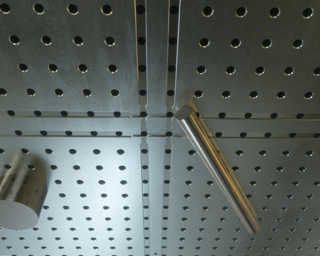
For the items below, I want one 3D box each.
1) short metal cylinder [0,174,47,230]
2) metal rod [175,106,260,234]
[{"bbox_3d":[-0.228,0.119,0.494,0.081,0.050,0.079,0,130,0],"label":"short metal cylinder"},{"bbox_3d":[0.101,0.081,0.481,0.025,0.025,0.300,-22,127,17],"label":"metal rod"}]
